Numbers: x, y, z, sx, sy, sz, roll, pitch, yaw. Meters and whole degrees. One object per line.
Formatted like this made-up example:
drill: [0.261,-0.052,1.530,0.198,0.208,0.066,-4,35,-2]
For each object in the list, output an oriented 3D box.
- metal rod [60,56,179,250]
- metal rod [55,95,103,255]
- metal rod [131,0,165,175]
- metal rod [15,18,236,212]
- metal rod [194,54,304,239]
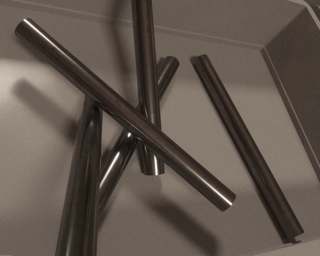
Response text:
metal rod: [-0.034,0.005,0.385,0.025,0.025,0.301,32,51,-8]
metal rod: [-0.063,0.040,0.259,0.025,0.025,0.300,18,26,-19]
metal rod: [-0.018,-0.094,0.374,0.025,0.025,0.298,-4,89,-30]
metal rod: [-0.037,-0.013,0.346,0.300,0.025,0.025,41,51,-2]
metal rod: [0.125,0.015,0.465,0.025,0.025,0.299,-11,68,-33]
